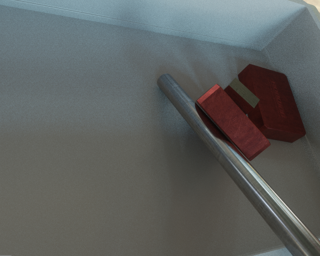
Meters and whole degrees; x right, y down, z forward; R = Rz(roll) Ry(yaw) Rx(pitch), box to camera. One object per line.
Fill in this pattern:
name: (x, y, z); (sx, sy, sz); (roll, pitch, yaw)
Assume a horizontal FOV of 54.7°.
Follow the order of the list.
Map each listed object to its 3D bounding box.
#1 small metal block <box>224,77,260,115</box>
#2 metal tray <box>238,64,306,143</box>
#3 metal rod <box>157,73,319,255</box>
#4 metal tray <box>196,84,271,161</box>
small metal block: (0.115, -0.041, 0.479); (0.050, 0.050, 0.025); (43, 51, 1)
metal tray: (0.191, -0.043, 0.535); (0.091, 0.030, 0.130); (10, 58, -24)
metal rod: (0.067, 0.019, 0.351); (0.025, 0.025, 0.300); (-1, 36, -29)
metal tray: (0.088, -0.011, 0.402); (0.090, 0.030, 0.130); (48, 8, 0)
